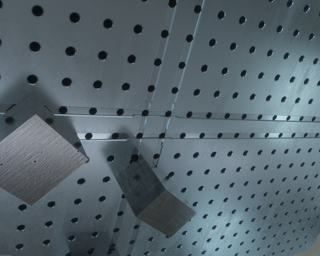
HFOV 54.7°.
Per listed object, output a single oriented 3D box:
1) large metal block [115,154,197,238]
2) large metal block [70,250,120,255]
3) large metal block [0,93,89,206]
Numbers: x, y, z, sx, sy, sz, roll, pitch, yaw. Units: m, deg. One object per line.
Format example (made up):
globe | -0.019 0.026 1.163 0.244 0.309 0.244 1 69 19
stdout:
large metal block | -0.006 0.094 0.432 0.050 0.080 0.080 -44 130 2
large metal block | -0.097 0.238 0.471 0.081 0.080 0.050 11 113 -34
large metal block | -0.140 0.024 0.334 0.080 0.050 0.080 -39 130 -2
